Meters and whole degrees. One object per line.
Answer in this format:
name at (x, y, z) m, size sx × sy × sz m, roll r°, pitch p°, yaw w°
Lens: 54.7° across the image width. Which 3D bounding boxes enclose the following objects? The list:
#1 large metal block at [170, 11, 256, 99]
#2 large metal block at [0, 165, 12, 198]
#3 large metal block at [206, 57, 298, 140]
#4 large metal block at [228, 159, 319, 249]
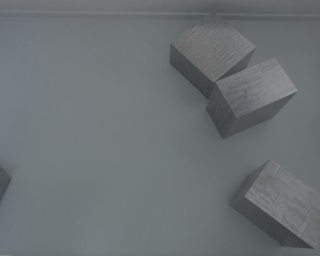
large metal block at (0.071, -0.102, 0.434) m, size 0.080 × 0.050 × 0.080 m, roll -41°, pitch 75°, yaw -13°
large metal block at (-0.238, 0.073, 0.359) m, size 0.080 × 0.050 × 0.080 m, roll 15°, pitch 58°, yaw 5°
large metal block at (0.111, -0.034, 0.394) m, size 0.080 × 0.080 × 0.050 m, roll -23°, pitch 72°, yaw -8°
large metal block at (0.133, 0.088, 0.349) m, size 0.080 × 0.080 × 0.050 m, roll 37°, pitch 74°, yaw 12°
